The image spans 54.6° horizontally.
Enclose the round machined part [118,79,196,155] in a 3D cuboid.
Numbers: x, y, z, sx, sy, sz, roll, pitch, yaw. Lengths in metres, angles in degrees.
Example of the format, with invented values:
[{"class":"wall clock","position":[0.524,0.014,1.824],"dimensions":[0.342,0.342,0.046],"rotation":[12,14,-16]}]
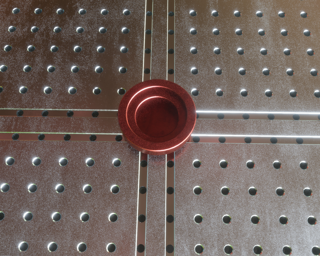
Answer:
[{"class":"round machined part","position":[-0.004,-0.011,0.406],"dimensions":[0.099,0.042,0.098],"rotation":[0,70,0]}]
